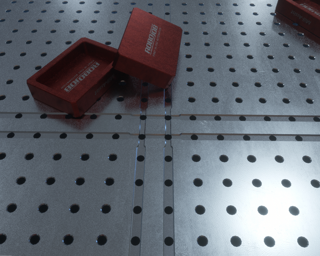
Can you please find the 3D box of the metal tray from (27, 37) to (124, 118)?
[{"bbox_3d":[-0.120,-0.082,0.471,0.090,0.030,0.130,24,54,18],"label":"metal tray"}]

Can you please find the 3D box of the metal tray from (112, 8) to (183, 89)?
[{"bbox_3d":[-0.016,-0.130,0.492,0.091,0.030,0.130,20,49,-13],"label":"metal tray"}]

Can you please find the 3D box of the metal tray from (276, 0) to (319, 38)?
[{"bbox_3d":[0.303,-0.226,0.597,0.091,0.030,0.130,-25,54,-20],"label":"metal tray"}]
